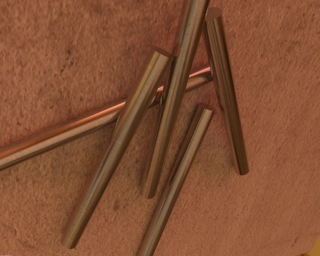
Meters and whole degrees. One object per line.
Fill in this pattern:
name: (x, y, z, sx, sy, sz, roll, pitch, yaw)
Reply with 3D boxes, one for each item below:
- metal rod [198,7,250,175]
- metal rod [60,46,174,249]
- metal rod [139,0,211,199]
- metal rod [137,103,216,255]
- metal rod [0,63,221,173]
metal rod: (0.096, -0.023, 0.423, 0.025, 0.025, 0.299, -33, 137, -7)
metal rod: (-0.063, 0.042, 0.376, 0.025, 0.025, 0.298, 11, 120, -34)
metal rod: (0.010, -0.021, 0.369, 0.025, 0.025, 0.298, -7, 131, -25)
metal rod: (0.018, 0.101, 0.480, 0.025, 0.025, 0.298, 6, 115, -32)
metal rod: (-0.055, -0.018, 0.366, 0.302, 0.025, 0.025, -24, 128, -14)
